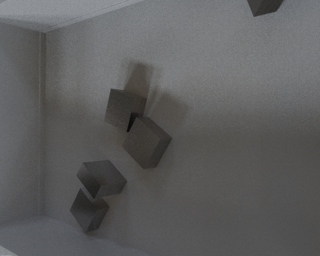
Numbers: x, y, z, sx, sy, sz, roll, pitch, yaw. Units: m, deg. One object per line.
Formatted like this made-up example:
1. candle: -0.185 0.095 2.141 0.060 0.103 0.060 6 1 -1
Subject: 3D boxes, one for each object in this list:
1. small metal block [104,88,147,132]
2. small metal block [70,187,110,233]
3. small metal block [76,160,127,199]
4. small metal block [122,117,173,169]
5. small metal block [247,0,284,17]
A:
1. small metal block: -0.050 -0.026 0.446 0.050 0.025 0.050 23 104 37
2. small metal block: -0.114 0.130 0.498 0.050 0.025 0.050 42 115 31
3. small metal block: -0.086 0.075 0.459 0.050 0.050 0.025 43 116 31
4. small metal block: -0.018 0.020 0.420 0.050 0.025 0.050 42 115 31
5. small metal block: 0.103 -0.147 0.302 0.025 0.050 0.050 -15 77 -5
